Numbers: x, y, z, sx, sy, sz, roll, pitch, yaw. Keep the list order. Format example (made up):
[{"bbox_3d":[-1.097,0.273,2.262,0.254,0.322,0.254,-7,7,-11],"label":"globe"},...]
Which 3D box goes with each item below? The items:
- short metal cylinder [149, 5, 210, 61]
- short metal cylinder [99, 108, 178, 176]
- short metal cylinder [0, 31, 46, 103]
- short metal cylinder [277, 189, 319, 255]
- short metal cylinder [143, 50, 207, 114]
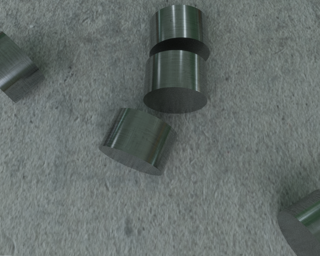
[{"bbox_3d":[0.026,-0.120,0.423,0.081,0.080,0.050,-1,70,-1],"label":"short metal cylinder"},{"bbox_3d":[-0.026,0.018,0.372,0.080,0.080,0.050,21,71,7],"label":"short metal cylinder"},{"bbox_3d":[-0.199,-0.078,0.405,0.080,0.080,0.050,42,75,13],"label":"short metal cylinder"},{"bbox_3d":[0.177,0.115,0.339,0.050,0.080,0.080,-28,73,-10],"label":"short metal cylinder"},{"bbox_3d":[0.020,-0.057,0.400,0.081,0.080,0.050,2,70,0],"label":"short metal cylinder"}]
